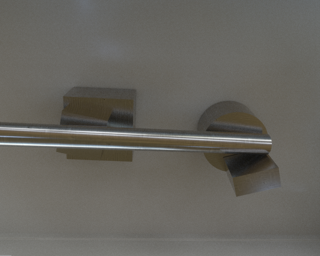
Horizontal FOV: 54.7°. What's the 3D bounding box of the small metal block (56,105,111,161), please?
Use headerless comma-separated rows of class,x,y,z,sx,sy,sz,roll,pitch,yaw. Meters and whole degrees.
small metal block,-0.088,0.005,0.357,0.050,0.025,0.050,12,109,-5

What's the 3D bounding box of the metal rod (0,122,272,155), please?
metal rod,-0.024,0.012,0.339,0.302,0.025,0.025,3,110,-10

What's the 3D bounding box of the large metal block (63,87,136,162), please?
large metal block,-0.073,-0.006,0.392,0.081,0.050,0.079,2,110,-2

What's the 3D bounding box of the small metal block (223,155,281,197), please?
small metal block,0.106,0.051,0.362,0.050,0.050,0.025,-14,110,4

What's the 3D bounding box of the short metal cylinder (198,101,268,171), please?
short metal cylinder,0.092,0.010,0.401,0.081,0.050,0.079,0,110,-1
